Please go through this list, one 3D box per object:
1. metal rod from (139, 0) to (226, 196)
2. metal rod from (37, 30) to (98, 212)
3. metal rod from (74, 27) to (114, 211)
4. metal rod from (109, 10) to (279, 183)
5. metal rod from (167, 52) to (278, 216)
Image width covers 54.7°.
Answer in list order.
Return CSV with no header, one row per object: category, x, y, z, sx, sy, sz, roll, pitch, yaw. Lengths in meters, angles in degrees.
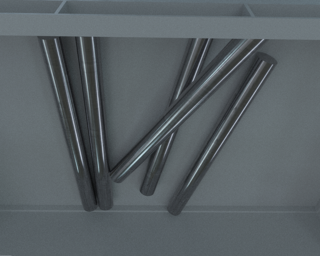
metal rod,0.016,-0.012,0.398,0.025,0.025,0.298,11,129,-9
metal rod,-0.116,0.016,0.421,0.025,0.025,0.298,0,130,0
metal rod,-0.083,0.013,0.419,0.025,0.025,0.298,2,130,-2
metal rod,0.015,-0.011,0.365,0.025,0.025,0.298,26,134,-20
metal rod,0.071,0.030,0.435,0.025,0.025,0.298,14,129,-12
